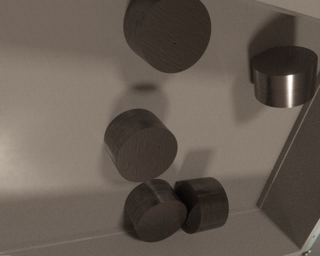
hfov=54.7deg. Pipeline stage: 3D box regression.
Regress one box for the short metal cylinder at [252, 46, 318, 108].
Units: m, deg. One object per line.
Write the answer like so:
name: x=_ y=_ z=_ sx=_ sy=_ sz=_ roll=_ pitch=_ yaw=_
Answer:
short metal cylinder: x=0.170 y=-0.071 z=0.424 sx=0.080 sy=0.080 sz=0.050 roll=-27 pitch=128 yaw=-12

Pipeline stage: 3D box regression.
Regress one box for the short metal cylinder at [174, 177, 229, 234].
short metal cylinder: x=0.061 y=0.119 z=0.483 sx=0.050 sy=0.080 sz=0.079 roll=-2 pitch=120 yaw=-28

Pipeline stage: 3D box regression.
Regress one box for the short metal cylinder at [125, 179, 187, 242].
short metal cylinder: x=-0.007 y=0.124 z=0.468 sx=0.081 sy=0.050 sz=0.079 roll=-14 pitch=125 yaw=-21

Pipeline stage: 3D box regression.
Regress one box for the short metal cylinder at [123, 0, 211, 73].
short metal cylinder: x=0.007 y=-0.105 z=0.333 sx=0.081 sy=0.050 sz=0.079 roll=-14 pitch=125 yaw=-21

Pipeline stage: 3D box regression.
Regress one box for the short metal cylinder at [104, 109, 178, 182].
short metal cylinder: x=-0.025 y=0.022 z=0.394 sx=0.081 sy=0.050 sz=0.079 roll=-14 pitch=125 yaw=-21
